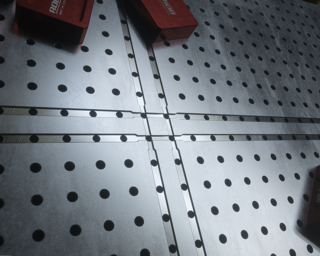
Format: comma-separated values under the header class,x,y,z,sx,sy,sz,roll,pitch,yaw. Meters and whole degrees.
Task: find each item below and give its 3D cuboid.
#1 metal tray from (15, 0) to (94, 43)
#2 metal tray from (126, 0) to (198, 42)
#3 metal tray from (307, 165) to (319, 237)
class,x,y,z,sx,sy,sz,roll,pitch,yaw
metal tray,-0.142,-0.189,0.443,0.091,0.030,0.130,15,56,-20
metal tray,-0.004,-0.211,0.531,0.091,0.030,0.130,-20,72,-35
metal tray,0.283,0.123,0.481,0.090,0.030,0.130,37,51,-3
